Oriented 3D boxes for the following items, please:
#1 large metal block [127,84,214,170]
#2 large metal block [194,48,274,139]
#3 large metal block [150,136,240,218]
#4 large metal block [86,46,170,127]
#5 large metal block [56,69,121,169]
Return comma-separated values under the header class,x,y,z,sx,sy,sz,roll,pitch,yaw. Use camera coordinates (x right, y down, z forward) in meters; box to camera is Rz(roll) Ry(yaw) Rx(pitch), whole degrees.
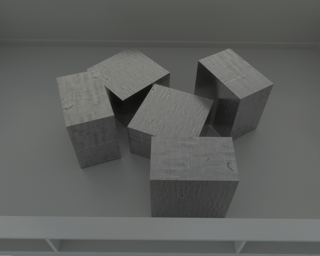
class,x,y,z,sx,sy,sz,roll,pitch,yaw
large metal block,0.015,-0.002,0.389,0.080,0.050,0.080,18,52,14
large metal block,0.090,-0.043,0.404,0.050,0.080,0.080,-25,55,-20
large metal block,0.031,0.053,0.324,0.081,0.080,0.050,1,50,0
large metal block,-0.043,-0.061,0.437,0.080,0.050,0.080,-35,59,-26
large metal block,-0.085,-0.011,0.376,0.050,0.080,0.080,-15,52,-12
